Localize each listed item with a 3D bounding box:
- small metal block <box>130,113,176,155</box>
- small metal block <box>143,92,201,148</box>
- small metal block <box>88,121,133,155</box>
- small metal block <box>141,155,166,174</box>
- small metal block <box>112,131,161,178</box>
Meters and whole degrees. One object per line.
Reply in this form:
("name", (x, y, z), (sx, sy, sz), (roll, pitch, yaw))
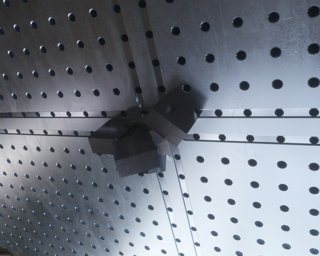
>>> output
("small metal block", (-0.007, 0.008, 0.420), (0.050, 0.025, 0.050), (1, 119, 27))
("small metal block", (0.015, -0.012, 0.380), (0.050, 0.050, 0.025), (37, 128, 3))
("small metal block", (-0.064, 0.013, 0.437), (0.050, 0.050, 0.025), (2, 120, 28))
("small metal block", (-0.025, 0.048, 0.435), (0.050, 0.050, 0.025), (2, 88, 28))
("small metal block", (-0.031, 0.032, 0.386), (0.050, 0.050, 0.025), (-15, 117, -6))
